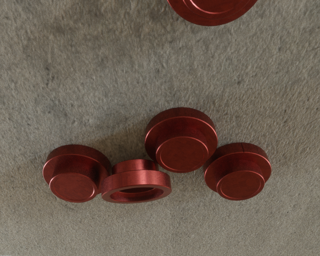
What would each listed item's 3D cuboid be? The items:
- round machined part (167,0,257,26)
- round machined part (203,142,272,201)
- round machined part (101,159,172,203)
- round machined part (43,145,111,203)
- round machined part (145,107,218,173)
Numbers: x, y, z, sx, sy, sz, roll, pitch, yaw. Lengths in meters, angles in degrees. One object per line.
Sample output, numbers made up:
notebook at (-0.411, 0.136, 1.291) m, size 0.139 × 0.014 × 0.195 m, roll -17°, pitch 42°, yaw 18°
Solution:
round machined part at (0.050, -0.139, 0.279) m, size 0.099 × 0.042 × 0.097 m, roll -1°, pitch 130°, yaw 0°
round machined part at (0.115, 0.071, 0.458) m, size 0.099 × 0.042 × 0.097 m, roll -1°, pitch 130°, yaw 0°
round machined part at (-0.034, 0.076, 0.445) m, size 0.099 × 0.042 × 0.098 m, roll -5°, pitch 154°, yaw -3°
round machined part at (-0.123, 0.073, 0.457) m, size 0.099 × 0.042 × 0.097 m, roll 0°, pitch 130°, yaw 0°
round machined part at (0.028, 0.023, 0.417) m, size 0.099 × 0.042 × 0.097 m, roll -1°, pitch 130°, yaw 0°
